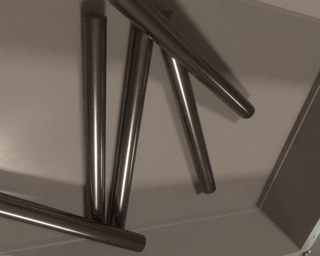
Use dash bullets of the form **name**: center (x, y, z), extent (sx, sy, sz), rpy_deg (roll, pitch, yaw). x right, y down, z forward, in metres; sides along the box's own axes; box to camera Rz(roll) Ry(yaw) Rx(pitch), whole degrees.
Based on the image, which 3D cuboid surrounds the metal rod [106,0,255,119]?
- **metal rod**: center (0.041, -0.074, 0.357), extent (0.025, 0.025, 0.301), rpy_deg (-52, 138, 9)

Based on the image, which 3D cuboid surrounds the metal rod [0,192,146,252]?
- **metal rod**: center (-0.141, 0.108, 0.377), extent (0.301, 0.025, 0.025), rpy_deg (29, 102, -31)

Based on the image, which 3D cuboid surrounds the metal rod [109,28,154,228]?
- **metal rod**: center (-0.042, 0.025, 0.402), extent (0.025, 0.025, 0.298), rpy_deg (-4, 121, -27)

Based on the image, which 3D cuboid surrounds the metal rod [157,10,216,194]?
- **metal rod**: center (0.042, -0.011, 0.426), extent (0.025, 0.025, 0.299), rpy_deg (-28, 128, -11)

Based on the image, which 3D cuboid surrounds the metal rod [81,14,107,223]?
- **metal rod**: center (-0.079, 0.019, 0.378), extent (0.025, 0.025, 0.298), rpy_deg (-9, 122, -24)
